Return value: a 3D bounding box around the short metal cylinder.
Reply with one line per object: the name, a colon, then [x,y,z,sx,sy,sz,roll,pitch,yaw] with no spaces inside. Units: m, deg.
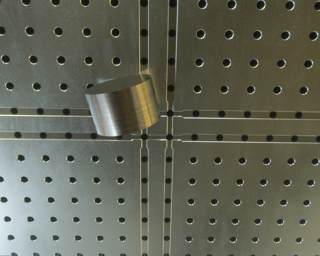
short metal cylinder: [-0.044,-0.029,0.373,0.080,0.080,0.050,-12,110,4]
